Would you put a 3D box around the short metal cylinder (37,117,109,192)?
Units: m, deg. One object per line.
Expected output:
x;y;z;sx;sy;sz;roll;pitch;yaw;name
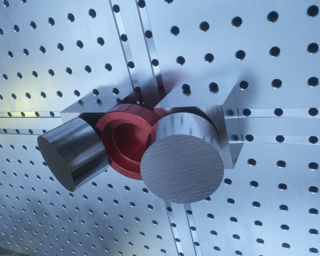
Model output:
-0.110;0.033;0.392;0.080;0.050;0.079;32;140;33;short metal cylinder

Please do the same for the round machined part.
-0.028;0.013;0.385;0.098;0.042;0.097;13;124;21;round machined part

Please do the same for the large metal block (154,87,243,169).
0.048;0.000;0.369;0.080;0.050;0.080;-1;118;28;large metal block

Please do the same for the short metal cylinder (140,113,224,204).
0.023;0.030;0.320;0.080;0.050;0.079;2;116;5;short metal cylinder

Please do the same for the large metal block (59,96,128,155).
-0.083;0.003;0.441;0.080;0.050;0.080;1;119;28;large metal block
